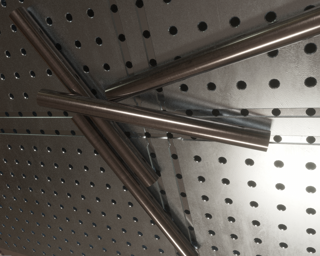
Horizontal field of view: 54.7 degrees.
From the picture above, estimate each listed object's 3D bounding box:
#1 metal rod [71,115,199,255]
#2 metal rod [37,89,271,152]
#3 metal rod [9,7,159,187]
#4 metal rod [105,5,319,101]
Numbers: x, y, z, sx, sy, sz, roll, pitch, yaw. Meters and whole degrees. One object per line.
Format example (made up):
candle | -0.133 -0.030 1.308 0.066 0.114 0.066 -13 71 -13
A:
metal rod | -0.034 0.097 0.487 0.025 0.025 0.299 -29 103 37
metal rod | -0.019 -0.013 0.391 0.301 0.025 0.025 11 123 14
metal rod | -0.101 -0.037 0.439 0.025 0.025 0.300 -30 102 37
metal rod | 0.058 -0.075 0.333 0.300 0.025 0.025 -14 112 33
